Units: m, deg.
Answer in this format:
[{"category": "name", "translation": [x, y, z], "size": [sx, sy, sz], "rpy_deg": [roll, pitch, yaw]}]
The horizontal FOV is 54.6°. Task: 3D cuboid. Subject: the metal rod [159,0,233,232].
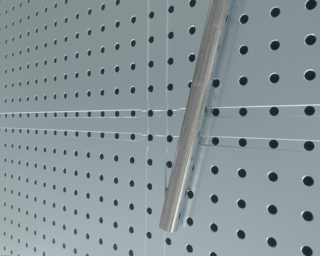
[{"category": "metal rod", "translation": [0.042, -0.015, 0.375], "size": [0.025, 0.025, 0.298], "rpy_deg": [20, 103, 38]}]
